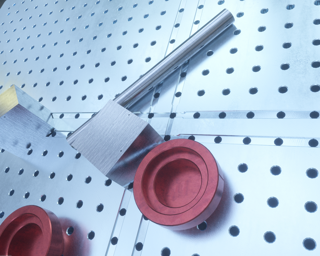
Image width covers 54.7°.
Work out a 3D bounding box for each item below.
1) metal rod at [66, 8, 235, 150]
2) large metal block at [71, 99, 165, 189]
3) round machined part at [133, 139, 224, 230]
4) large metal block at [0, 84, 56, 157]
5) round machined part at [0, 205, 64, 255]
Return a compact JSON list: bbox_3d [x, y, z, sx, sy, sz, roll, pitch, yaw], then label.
[{"bbox_3d":[-0.015,-0.071,0.459,0.300,0.025,0.025,-39,51,1],"label":"metal rod"},{"bbox_3d":[-0.055,0.020,0.409,0.080,0.050,0.080,32,80,38],"label":"large metal block"},{"bbox_3d":[0.023,0.064,0.346,0.098,0.042,0.098,-13,56,21],"label":"round machined part"},{"bbox_3d":[-0.233,-0.010,0.502,0.080,0.080,0.050,-36,51,4],"label":"large metal block"},{"bbox_3d":[-0.162,0.151,0.390,0.098,0.042,0.098,-13,56,21],"label":"round machined part"}]
